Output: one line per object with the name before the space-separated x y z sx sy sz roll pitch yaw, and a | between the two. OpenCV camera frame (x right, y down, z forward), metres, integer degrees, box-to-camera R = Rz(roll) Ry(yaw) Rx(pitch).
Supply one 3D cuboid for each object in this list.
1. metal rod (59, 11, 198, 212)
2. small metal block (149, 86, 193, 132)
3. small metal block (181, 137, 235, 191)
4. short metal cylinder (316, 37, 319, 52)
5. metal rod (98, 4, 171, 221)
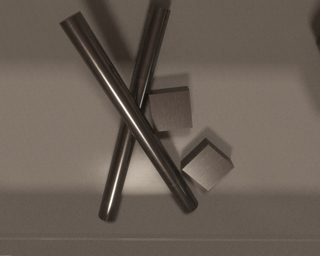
metal rod | -0.024 0.000 0.386 0.025 0.025 0.299 -26 118 9
small metal block | 0.014 -0.025 0.402 0.050 0.025 0.050 -7 110 2
small metal block | 0.065 0.050 0.431 0.050 0.025 0.050 40 105 -14
short metal cylinder | 0.229 -0.092 0.351 0.080 0.080 0.050 -29 108 10
metal rod | -0.039 -0.005 0.408 0.025 0.025 0.298 14 109 -6
